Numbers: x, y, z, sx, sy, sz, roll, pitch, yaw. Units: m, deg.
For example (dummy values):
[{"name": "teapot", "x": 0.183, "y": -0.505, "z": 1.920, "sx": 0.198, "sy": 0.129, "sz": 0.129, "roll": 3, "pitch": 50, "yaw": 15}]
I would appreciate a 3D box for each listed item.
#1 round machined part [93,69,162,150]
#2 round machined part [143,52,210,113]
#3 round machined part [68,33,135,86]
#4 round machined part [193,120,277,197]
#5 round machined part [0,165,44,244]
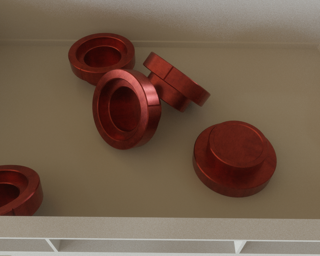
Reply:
[{"name": "round machined part", "x": -0.037, "y": -0.024, "z": 0.387, "sx": 0.098, "sy": 0.097, "sz": 0.042, "roll": 41, "pitch": 30, "yaw": 28}, {"name": "round machined part", "x": 0.016, "y": -0.057, "z": 0.419, "sx": 0.098, "sy": 0.098, "sz": 0.042, "roll": 41, "pitch": 100, "yaw": 29}, {"name": "round machined part", "x": -0.087, "y": -0.101, "z": 0.478, "sx": 0.099, "sy": 0.042, "sz": 0.098, "roll": 0, "pitch": 50, "yaw": 0}, {"name": "round machined part", "x": 0.090, "y": 0.029, "z": 0.371, "sx": 0.099, "sy": 0.042, "sz": 0.098, "roll": 0, "pitch": 50, "yaw": 0}, {"name": "round machined part", "x": -0.168, "y": 0.080, "z": 0.309, "sx": 0.099, "sy": 0.042, "sz": 0.098, "roll": -2, "pitch": 24, "yaw": 1}]
